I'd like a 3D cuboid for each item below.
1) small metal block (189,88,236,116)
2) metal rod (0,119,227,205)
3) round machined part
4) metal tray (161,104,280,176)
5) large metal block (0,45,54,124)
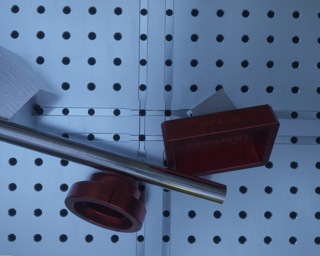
[{"bbox_3d":[0.075,-0.017,0.414,0.050,0.025,0.050,-35,90,-1],"label":"small metal block"},{"bbox_3d":[-0.067,0.038,0.369,0.302,0.025,0.025,17,90,-4],"label":"metal rod"},{"bbox_3d":[-0.063,0.090,0.386,0.099,0.097,0.042,19,55,-1],"label":"round machined part"},{"bbox_3d":[0.071,0.021,0.382,0.131,0.090,0.030,-9,51,-1],"label":"metal tray"},{"bbox_3d":[-0.202,-0.048,0.398,0.080,0.050,0.080,-44,91,0],"label":"large metal block"}]
